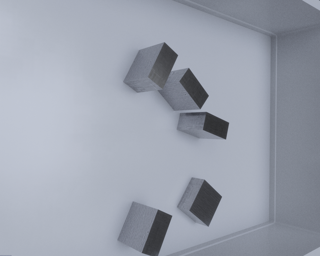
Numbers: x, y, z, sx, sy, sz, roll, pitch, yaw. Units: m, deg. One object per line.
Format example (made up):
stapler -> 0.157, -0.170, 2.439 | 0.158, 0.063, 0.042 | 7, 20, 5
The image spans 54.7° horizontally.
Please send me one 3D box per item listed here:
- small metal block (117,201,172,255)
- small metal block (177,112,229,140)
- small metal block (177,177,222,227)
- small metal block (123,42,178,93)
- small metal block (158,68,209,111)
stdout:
small metal block -> -0.019, 0.121, 0.375 | 0.025, 0.050, 0.050 | 35, 69, -35
small metal block -> 0.061, -0.003, 0.441 | 0.050, 0.050, 0.025 | 21, 77, -38
small metal block -> 0.059, 0.109, 0.456 | 0.050, 0.025, 0.050 | 45, 63, -31
small metal block -> -0.012, -0.073, 0.380 | 0.025, 0.050, 0.050 | 36, 68, -34
small metal block -> 0.028, -0.050, 0.414 | 0.050, 0.050, 0.025 | 49, 61, -29
